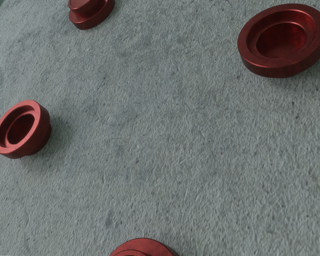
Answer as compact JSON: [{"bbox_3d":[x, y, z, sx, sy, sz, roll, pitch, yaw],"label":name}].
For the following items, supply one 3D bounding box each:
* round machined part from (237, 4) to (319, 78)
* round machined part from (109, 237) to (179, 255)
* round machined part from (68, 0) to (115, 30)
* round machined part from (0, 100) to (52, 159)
[{"bbox_3d":[0.148,-0.100,0.377,0.098,0.042,0.098,-13,56,21],"label":"round machined part"},{"bbox_3d":[-0.023,0.159,0.307,0.098,0.042,0.098,-13,56,21],"label":"round machined part"},{"bbox_3d":[-0.144,-0.248,0.621,0.098,0.042,0.098,-13,56,21],"label":"round machined part"},{"bbox_3d":[-0.218,0.006,0.504,0.098,0.042,0.098,-13,56,21],"label":"round machined part"}]
